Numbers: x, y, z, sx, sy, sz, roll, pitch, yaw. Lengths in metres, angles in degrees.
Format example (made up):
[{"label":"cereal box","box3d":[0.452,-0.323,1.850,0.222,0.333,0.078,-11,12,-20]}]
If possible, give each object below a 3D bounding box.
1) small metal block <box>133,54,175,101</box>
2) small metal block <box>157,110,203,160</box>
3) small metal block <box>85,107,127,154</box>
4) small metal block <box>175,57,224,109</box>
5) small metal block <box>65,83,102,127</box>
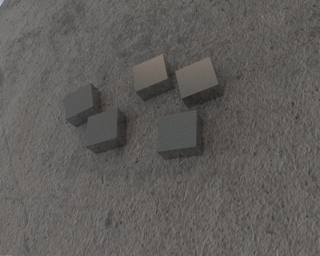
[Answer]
[{"label":"small metal block","box3d":[-0.010,-0.074,0.454,0.050,0.025,0.050,-20,54,16]},{"label":"small metal block","box3d":[0.026,0.009,0.385,0.050,0.025,0.050,-10,58,23]},{"label":"small metal block","box3d":[-0.076,0.004,0.441,0.050,0.025,0.050,-16,55,19]},{"label":"small metal block","box3d":[0.052,-0.060,0.414,0.050,0.025,0.050,-21,54,16]},{"label":"small metal block","box3d":[-0.121,-0.036,0.490,0.050,0.025,0.050,-24,53,13]}]
